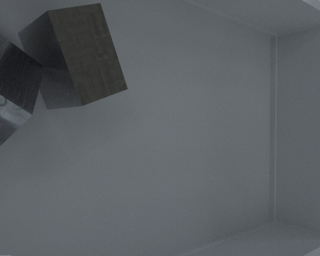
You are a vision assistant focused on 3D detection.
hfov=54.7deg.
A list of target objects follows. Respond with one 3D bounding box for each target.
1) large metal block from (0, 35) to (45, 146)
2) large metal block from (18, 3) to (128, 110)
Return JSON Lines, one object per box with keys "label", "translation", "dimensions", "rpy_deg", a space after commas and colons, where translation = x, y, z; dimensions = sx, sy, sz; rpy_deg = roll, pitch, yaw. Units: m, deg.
{"label": "large metal block", "translation": [-0.145, -0.039, 0.241], "dimensions": [0.050, 0.080, 0.080], "rpy_deg": [-39, 125, 17]}
{"label": "large metal block", "translation": [-0.085, -0.065, 0.299], "dimensions": [0.050, 0.080, 0.080], "rpy_deg": [-27, 107, -37]}
